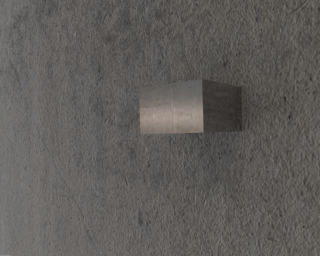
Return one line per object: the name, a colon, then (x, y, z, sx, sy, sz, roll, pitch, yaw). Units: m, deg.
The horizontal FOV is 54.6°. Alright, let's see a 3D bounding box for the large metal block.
large metal block: (0.035, -0.020, 0.341, 0.080, 0.081, 0.050, -2, 89, 40)
